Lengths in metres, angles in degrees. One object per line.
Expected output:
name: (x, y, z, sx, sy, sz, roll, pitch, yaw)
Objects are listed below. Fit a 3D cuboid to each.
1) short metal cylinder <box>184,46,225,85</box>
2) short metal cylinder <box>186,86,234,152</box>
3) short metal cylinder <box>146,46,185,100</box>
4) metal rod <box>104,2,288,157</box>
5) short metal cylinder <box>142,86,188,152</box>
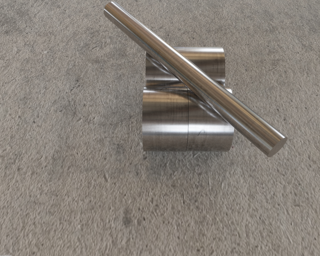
short metal cylinder: (0.058, -0.072, 0.430, 0.050, 0.080, 0.080, 1, 50, 0)
short metal cylinder: (0.057, -0.011, 0.379, 0.050, 0.080, 0.080, 1, 50, 0)
short metal cylinder: (0.007, -0.073, 0.430, 0.050, 0.080, 0.080, 1, 50, 0)
metal rod: (0.020, -0.075, 0.364, 0.025, 0.025, 0.300, -29, 56, -22)
short metal cylinder: (0.006, -0.011, 0.378, 0.050, 0.080, 0.080, 1, 50, 0)
